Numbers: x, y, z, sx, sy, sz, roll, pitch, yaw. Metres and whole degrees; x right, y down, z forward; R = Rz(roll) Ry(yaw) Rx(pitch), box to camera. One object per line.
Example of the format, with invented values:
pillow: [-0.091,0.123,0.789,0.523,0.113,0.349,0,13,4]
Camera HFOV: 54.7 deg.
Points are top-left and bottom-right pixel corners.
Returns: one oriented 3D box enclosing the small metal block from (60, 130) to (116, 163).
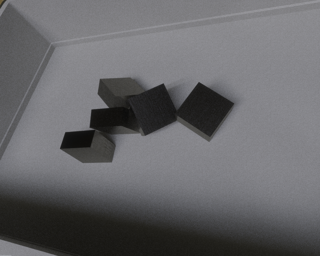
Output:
small metal block: [-0.097,0.027,0.423,0.050,0.050,0.025,-4,60,25]

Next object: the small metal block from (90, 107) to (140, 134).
small metal block: [-0.058,-0.009,0.421,0.050,0.050,0.025,-3,77,26]

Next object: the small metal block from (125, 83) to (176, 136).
small metal block: [-0.010,-0.023,0.397,0.050,0.025,0.050,-26,94,-13]

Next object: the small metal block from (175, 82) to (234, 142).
small metal block: [0.054,-0.019,0.377,0.050,0.025,0.050,34,80,14]

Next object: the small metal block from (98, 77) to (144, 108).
small metal block: [-0.054,-0.049,0.445,0.050,0.050,0.025,47,133,39]
